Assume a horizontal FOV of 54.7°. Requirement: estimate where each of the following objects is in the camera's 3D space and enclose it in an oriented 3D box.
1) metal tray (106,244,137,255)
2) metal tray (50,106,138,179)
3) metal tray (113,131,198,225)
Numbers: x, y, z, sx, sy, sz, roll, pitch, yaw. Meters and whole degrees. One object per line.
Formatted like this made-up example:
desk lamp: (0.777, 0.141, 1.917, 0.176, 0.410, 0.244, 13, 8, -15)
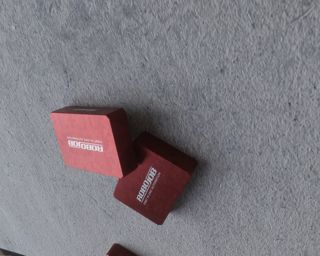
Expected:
metal tray: (-0.071, 0.300, 0.626, 0.090, 0.030, 0.129, 26, 128, 12)
metal tray: (-0.096, 0.017, 0.442, 0.130, 0.030, 0.089, 4, 113, 38)
metal tray: (-0.011, 0.077, 0.457, 0.090, 0.030, 0.129, 30, 128, 9)
